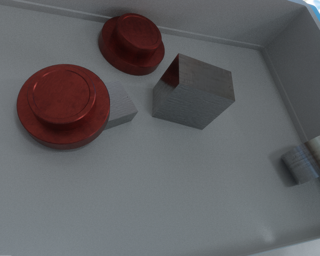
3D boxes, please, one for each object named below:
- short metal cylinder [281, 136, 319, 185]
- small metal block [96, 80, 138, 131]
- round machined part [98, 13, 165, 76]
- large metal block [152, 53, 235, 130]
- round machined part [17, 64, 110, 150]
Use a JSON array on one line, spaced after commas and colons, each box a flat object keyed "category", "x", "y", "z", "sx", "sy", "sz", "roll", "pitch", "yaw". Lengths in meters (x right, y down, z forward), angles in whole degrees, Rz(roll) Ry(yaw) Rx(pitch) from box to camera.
[{"category": "short metal cylinder", "x": 0.234, "y": 0.047, "z": 0.471, "sx": 0.081, "sy": 0.080, "sz": 0.050, "roll": -13, "pitch": 69, "yaw": -34}, {"category": "small metal block", "x": -0.064, "y": -0.028, "z": 0.390, "sx": 0.050, "sy": 0.025, "sz": 0.050, "roll": -22, "pitch": 73, "yaw": -36}, {"category": "round machined part", "x": -0.037, "y": -0.129, "z": 0.455, "sx": 0.099, "sy": 0.042, "sz": 0.098, "roll": 14, "pitch": 56, "yaw": -21}, {"category": "large metal block", "x": 0.043, "y": -0.046, "z": 0.423, "sx": 0.081, "sy": 0.080, "sz": 0.050, "roll": 14, "pitch": 56, "yaw": -21}, {"category": "round machined part", "x": -0.104, "y": -0.029, "z": 0.338, "sx": 0.099, "sy": 0.042, "sz": 0.098, "roll": 3, "pitch": 69, "yaw": -9}]
